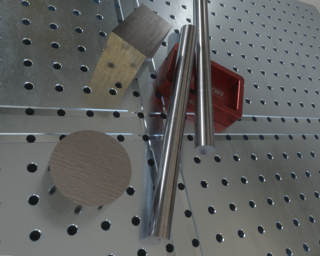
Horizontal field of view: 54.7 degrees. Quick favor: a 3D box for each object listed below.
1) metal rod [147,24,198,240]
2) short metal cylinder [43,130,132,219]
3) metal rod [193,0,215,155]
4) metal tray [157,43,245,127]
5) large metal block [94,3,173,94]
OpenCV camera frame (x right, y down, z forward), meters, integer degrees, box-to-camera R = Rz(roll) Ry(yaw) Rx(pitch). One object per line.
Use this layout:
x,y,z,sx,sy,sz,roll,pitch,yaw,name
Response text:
0.021,-0.014,0.401,0.025,0.025,0.299,19,63,-18,metal rod
-0.076,0.049,0.322,0.081,0.050,0.080,14,56,-21,short metal cylinder
0.063,-0.098,0.464,0.025,0.025,0.300,17,55,-19,metal rod
0.068,-0.068,0.484,0.131,0.030,0.090,25,53,-14,metal tray
-0.037,-0.107,0.420,0.050,0.080,0.080,36,51,-5,large metal block
